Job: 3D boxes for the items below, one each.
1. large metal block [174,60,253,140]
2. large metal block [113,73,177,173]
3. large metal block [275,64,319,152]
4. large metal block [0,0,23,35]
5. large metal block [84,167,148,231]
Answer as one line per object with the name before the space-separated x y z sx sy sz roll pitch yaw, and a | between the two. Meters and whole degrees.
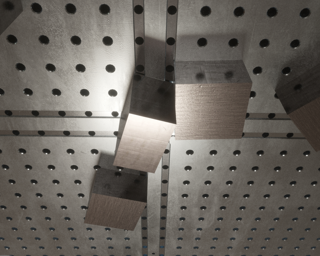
large metal block | 0.057 -0.033 0.369 0.081 0.050 0.079 -1 130 0
large metal block | -0.019 -0.006 0.370 0.050 0.080 0.079 13 129 -11
large metal block | 0.202 -0.028 0.374 0.080 0.050 0.080 -34 123 25
large metal block | -0.180 -0.117 0.273 0.081 0.080 0.050 3 130 -3
large metal block | -0.070 0.114 0.492 0.081 0.050 0.079 13 129 -12
